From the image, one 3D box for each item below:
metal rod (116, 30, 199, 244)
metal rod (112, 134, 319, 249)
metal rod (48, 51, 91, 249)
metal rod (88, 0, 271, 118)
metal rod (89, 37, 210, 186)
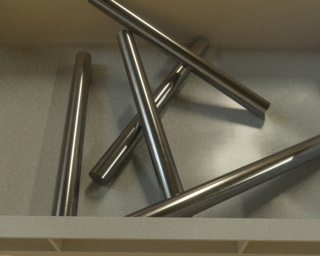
[{"bbox_3d":[-0.012,-0.011,0.384,0.025,0.025,0.299,-12,60,-10],"label":"metal rod"},{"bbox_3d":[0.094,0.054,0.335,0.302,0.025,0.025,-17,52,-24],"label":"metal rod"},{"bbox_3d":[-0.110,0.001,0.403,0.025,0.025,0.300,-4,50,-3],"label":"metal rod"},{"bbox_3d":[0.023,-0.110,0.444,0.300,0.025,0.025,35,57,6],"label":"metal rod"},{"bbox_3d":[0.001,-0.042,0.440,0.025,0.025,0.301,23,53,18],"label":"metal rod"}]
